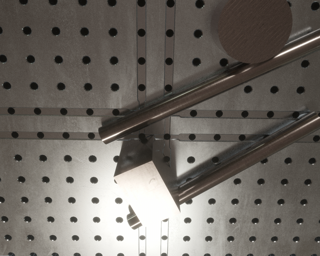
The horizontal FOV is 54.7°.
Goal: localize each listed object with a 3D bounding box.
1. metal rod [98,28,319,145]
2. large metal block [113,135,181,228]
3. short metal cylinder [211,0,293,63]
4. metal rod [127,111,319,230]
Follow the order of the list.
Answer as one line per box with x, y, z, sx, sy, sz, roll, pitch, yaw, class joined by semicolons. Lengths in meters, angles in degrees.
0.060;-0.049;0.396;0.301;0.025;0.025;-24;109;8;metal rod
-0.015;0.067;0.409;0.050;0.080;0.080;-24;109;8;large metal block
0.103;-0.118;0.358;0.081;0.050;0.079;0;110;-1;short metal cylinder
0.084;0.065;0.438;0.300;0.025;0.025;-31;108;10;metal rod
